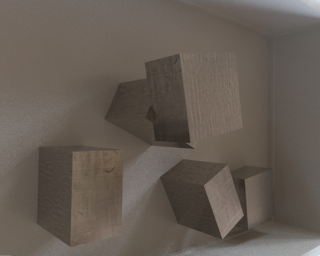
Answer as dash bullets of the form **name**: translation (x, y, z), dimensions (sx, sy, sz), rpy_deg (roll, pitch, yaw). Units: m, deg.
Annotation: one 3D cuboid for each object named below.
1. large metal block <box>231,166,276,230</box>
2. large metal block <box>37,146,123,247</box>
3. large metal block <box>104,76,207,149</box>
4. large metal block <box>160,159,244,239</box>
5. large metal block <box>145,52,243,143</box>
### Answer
- **large metal block**: translation (0.146, 0.112, 0.516), dimensions (0.081, 0.050, 0.079), rpy_deg (-9, 96, -40)
- **large metal block**: translation (-0.080, 0.060, 0.305), dimensions (0.050, 0.080, 0.079), rpy_deg (2, 89, -40)
- **large metal block**: translation (-0.004, -0.016, 0.369), dimensions (0.080, 0.080, 0.050), rpy_deg (32, 70, -36)
- **large metal block**: translation (0.056, 0.093, 0.421), dimensions (0.050, 0.080, 0.080), rpy_deg (-33, 111, -36)
- **large metal block**: translation (0.036, -0.033, 0.318), dimensions (0.081, 0.050, 0.079), rpy_deg (-13, 98, -40)
